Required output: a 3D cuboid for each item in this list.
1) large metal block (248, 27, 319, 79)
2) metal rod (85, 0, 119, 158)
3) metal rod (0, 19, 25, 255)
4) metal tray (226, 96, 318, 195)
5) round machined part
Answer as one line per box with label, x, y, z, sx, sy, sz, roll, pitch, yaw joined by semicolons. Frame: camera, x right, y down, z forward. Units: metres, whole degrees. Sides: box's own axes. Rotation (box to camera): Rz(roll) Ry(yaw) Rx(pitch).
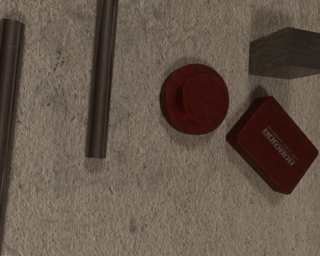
large metal block;0.188;-0.105;0.451;0.081;0.080;0.050;2;89;-20
metal rod;-0.068;-0.113;0.384;0.025;0.025;0.298;5;88;-20
metal rod;-0.179;0.030;0.343;0.025;0.025;0.298;6;88;-20
metal tray;0.173;0.027;0.472;0.130;0.030;0.090;45;76;-15
round machined part;0.053;-0.039;0.421;0.099;0.042;0.097;0;90;-21
